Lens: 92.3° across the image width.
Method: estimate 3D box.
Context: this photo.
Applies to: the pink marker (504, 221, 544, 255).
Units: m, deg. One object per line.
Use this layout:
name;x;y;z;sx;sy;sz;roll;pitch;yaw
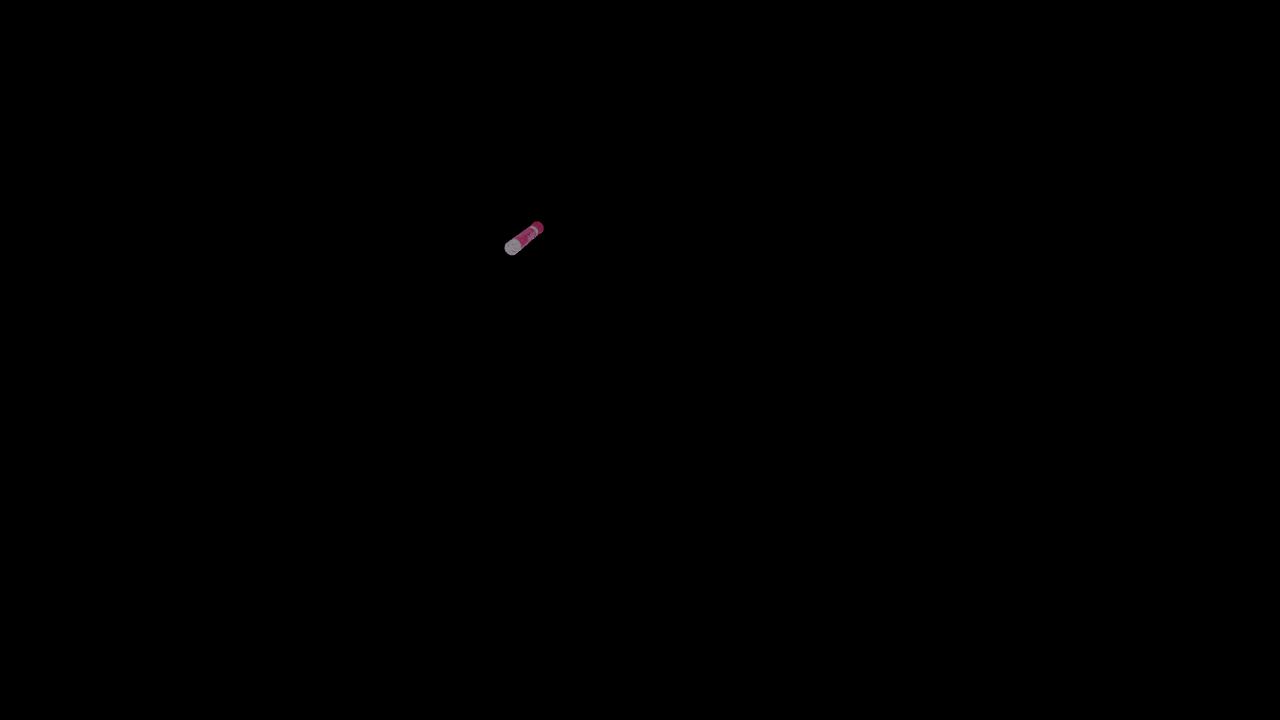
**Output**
pink marker;-0.160;-0.172;0.861;0.020;0.020;0.121;0;26;10
